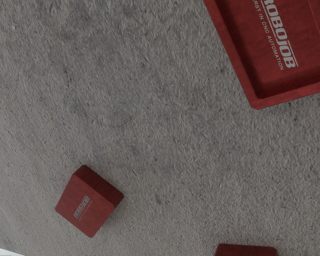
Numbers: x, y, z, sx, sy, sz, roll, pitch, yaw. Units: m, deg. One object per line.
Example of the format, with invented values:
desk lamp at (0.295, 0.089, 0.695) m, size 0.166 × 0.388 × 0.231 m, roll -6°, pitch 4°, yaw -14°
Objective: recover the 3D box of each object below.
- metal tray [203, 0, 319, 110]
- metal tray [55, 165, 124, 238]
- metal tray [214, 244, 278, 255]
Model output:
metal tray at (0.108, -0.089, 0.291) m, size 0.090 × 0.030 × 0.130 m, roll -17°, pitch 110°, yaw 35°
metal tray at (-0.130, 0.135, 0.556) m, size 0.090 × 0.030 × 0.129 m, roll 37°, pitch 129°, yaw 2°
metal tray at (0.144, 0.238, 0.474) m, size 0.090 × 0.030 × 0.129 m, roll -10°, pitch 114°, yaw 32°
